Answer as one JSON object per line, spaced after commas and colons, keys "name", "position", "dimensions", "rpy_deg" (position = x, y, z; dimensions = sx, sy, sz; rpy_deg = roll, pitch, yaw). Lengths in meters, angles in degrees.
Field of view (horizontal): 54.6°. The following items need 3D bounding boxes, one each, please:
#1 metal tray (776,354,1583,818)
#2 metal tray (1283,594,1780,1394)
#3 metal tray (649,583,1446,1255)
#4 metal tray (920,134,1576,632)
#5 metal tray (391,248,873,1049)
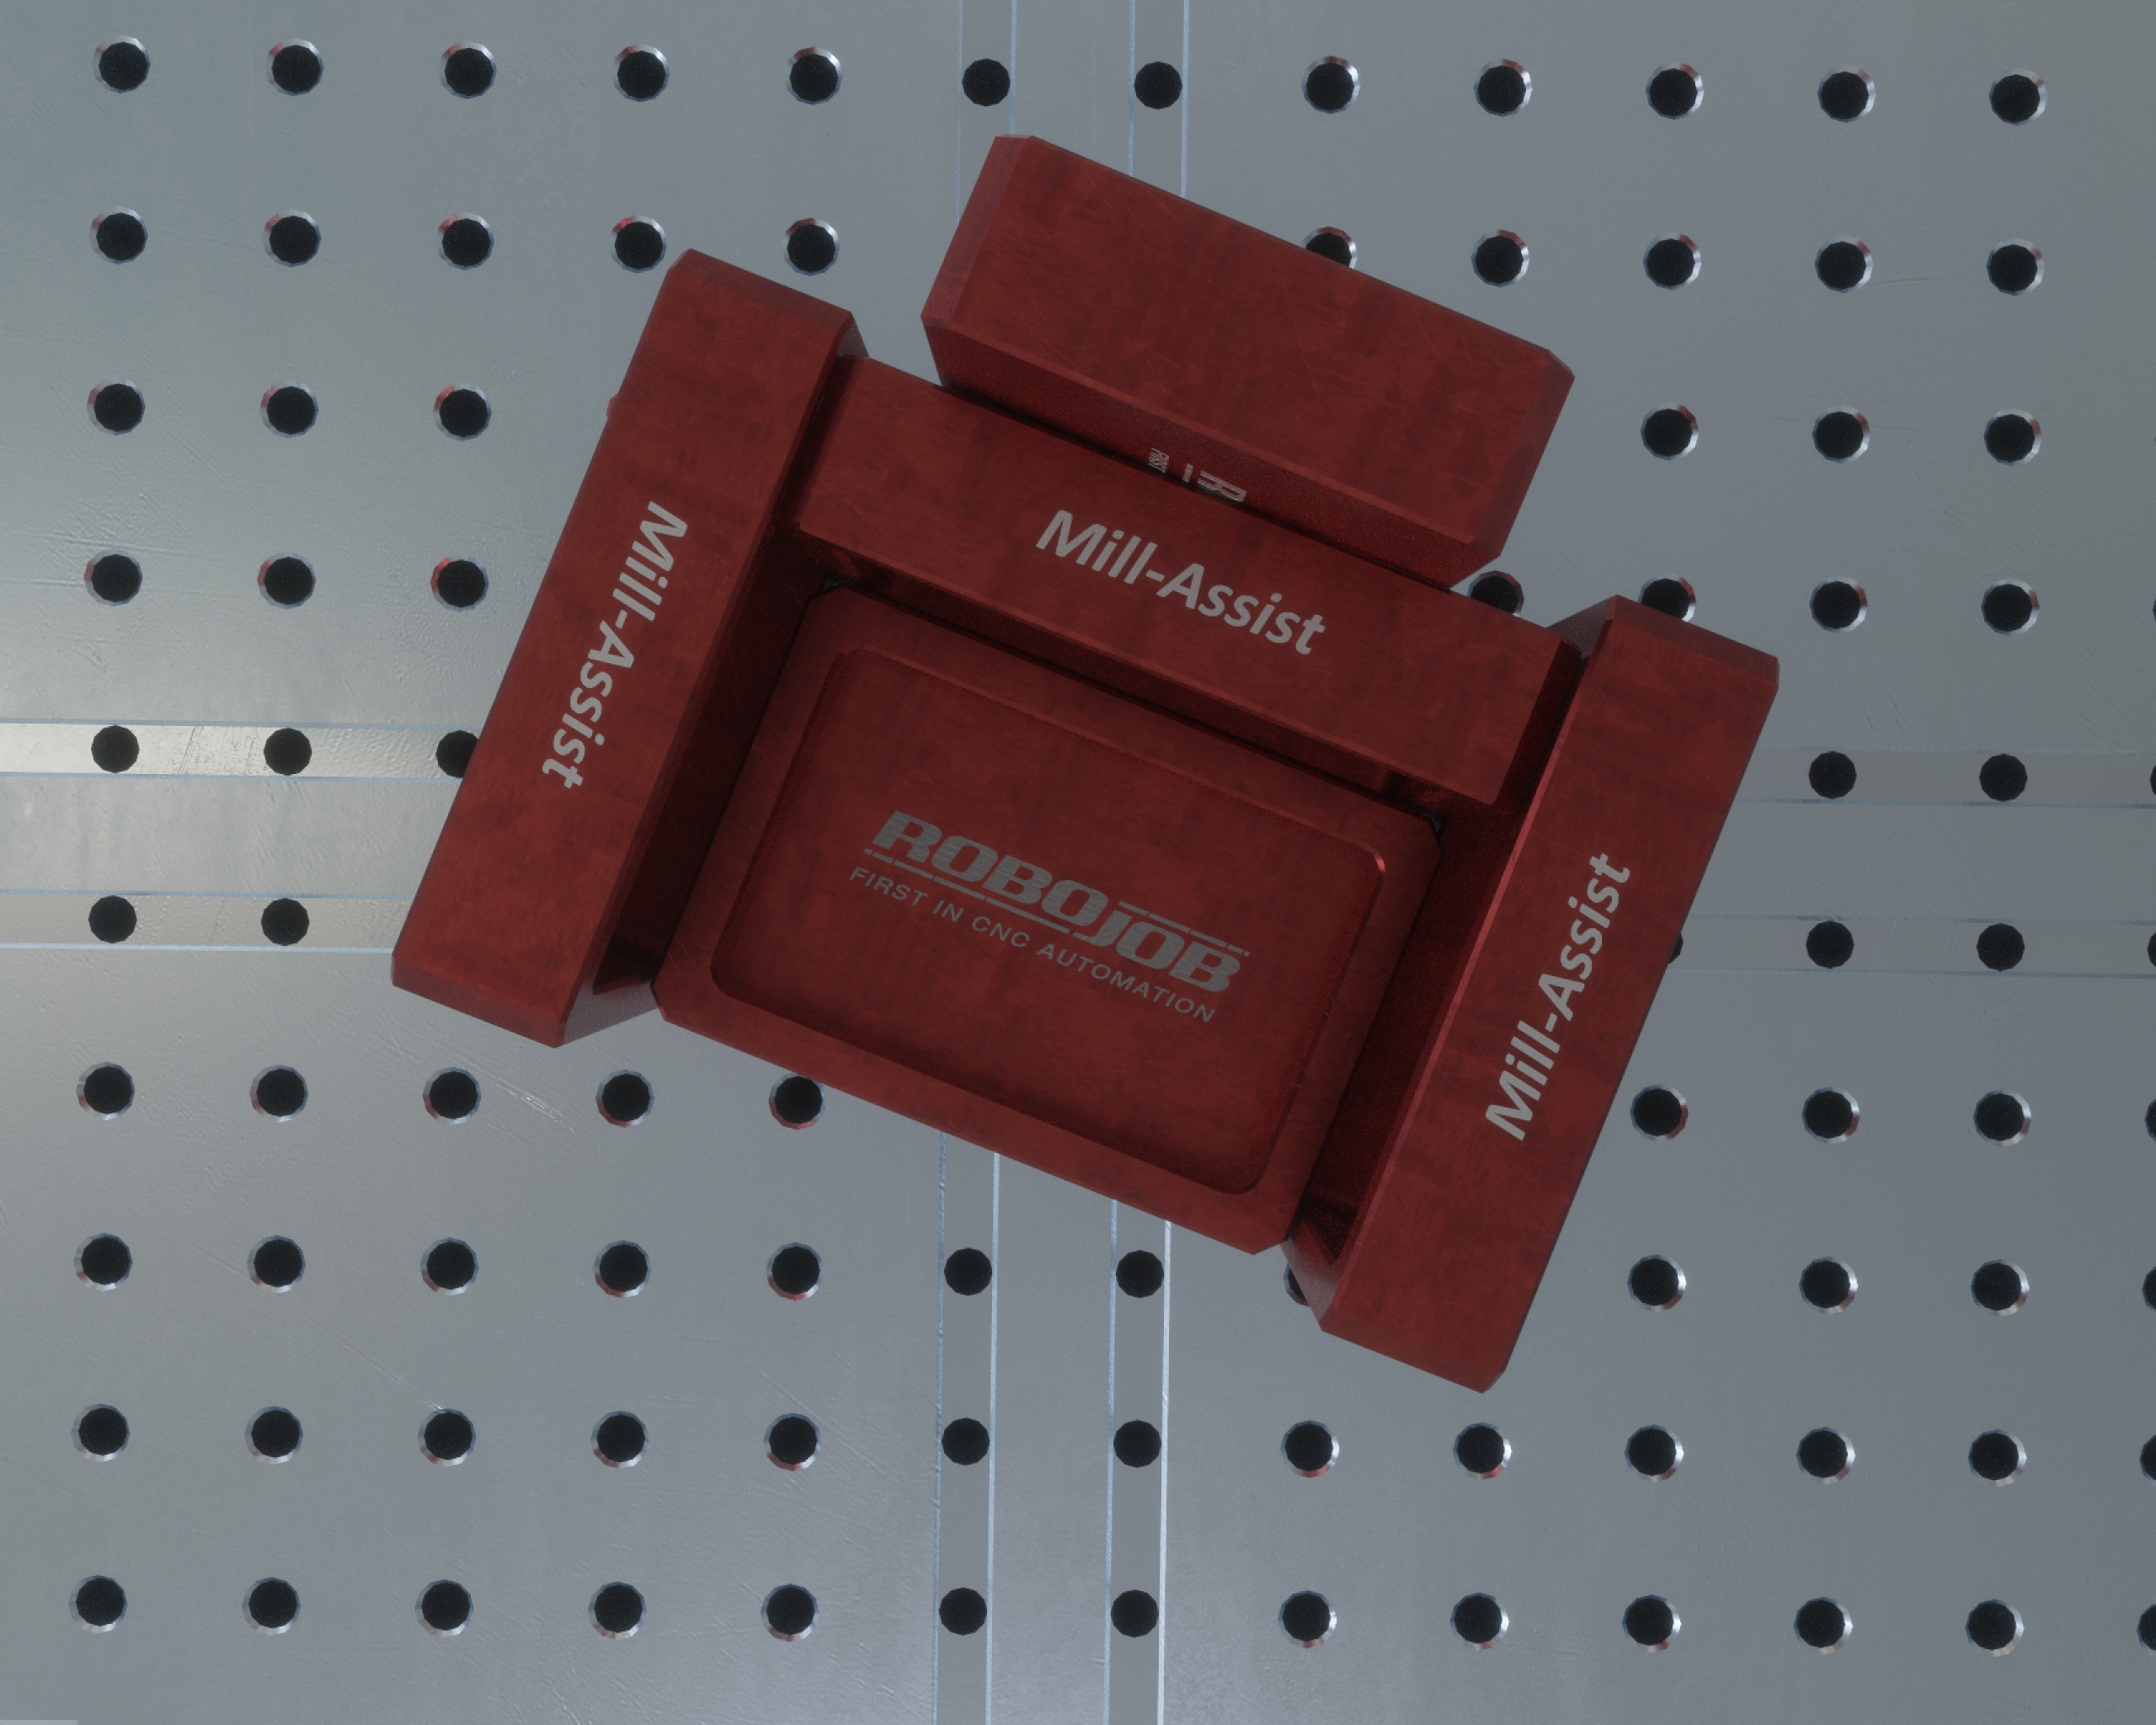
{"name": "metal tray", "position": [0.017, -0.046, 0.381], "dimensions": [0.131, 0.090, 0.030], "rpy_deg": [22, 91, -1]}
{"name": "metal tray", "position": [0.077, 0.021, 0.381], "dimensions": [0.030, 0.090, 0.129], "rpy_deg": [22, 90, 0]}
{"name": "metal tray", "position": [-0.006, 0.011, 0.410], "dimensions": [0.131, 0.030, 0.090], "rpy_deg": [22, 90, -1]}
{"name": "metal tray", "position": [0.025, -0.075, 0.360], "dimensions": [0.090, 0.130, 0.030], "rpy_deg": [22, 91, 0]}
{"name": "metal tray", "position": [-0.074, -0.035, 0.380], "dimensions": [0.030, 0.090, 0.130], "rpy_deg": [22, 90, 0]}
